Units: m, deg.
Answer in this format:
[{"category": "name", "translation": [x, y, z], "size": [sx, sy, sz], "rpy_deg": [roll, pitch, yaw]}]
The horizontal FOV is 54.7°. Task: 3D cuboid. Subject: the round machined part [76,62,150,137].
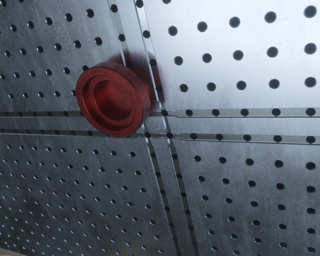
[{"category": "round machined part", "translation": [-0.056, -0.040, 0.404], "size": [0.098, 0.042, 0.097], "rpy_deg": [13, 124, 20]}]
